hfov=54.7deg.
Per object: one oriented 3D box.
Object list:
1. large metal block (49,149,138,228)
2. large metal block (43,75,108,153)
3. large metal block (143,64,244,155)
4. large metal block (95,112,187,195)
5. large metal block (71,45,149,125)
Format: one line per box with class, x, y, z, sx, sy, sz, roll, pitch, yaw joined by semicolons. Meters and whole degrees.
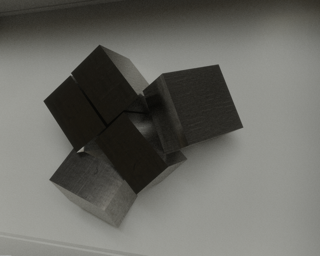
large metal block;-0.081;0.078;0.400;0.080;0.080;0.050;23;63;18
large metal block;-0.091;-0.017;0.411;0.050;0.080;0.080;-39;78;16
large metal block;0.038;-0.022;0.359;0.050;0.081;0.080;-30;77;58
large metal block;-0.020;0.028;0.385;0.050;0.080;0.080;-43;77;15
large metal block;-0.052;-0.051;0.397;0.050;0.080;0.080;-40;78;15
